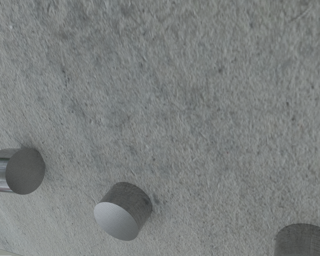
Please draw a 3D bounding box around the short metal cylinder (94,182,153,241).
[{"bbox_3d":[-0.059,0.135,0.504,0.080,0.050,0.079,13,124,20],"label":"short metal cylinder"}]

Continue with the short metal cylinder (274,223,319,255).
[{"bbox_3d":[0.189,0.170,0.397,0.080,0.050,0.079,13,124,20],"label":"short metal cylinder"}]

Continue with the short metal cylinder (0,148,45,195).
[{"bbox_3d":[-0.254,0.076,0.549,0.050,0.080,0.080,-2,118,29],"label":"short metal cylinder"}]
